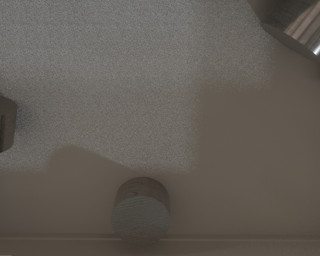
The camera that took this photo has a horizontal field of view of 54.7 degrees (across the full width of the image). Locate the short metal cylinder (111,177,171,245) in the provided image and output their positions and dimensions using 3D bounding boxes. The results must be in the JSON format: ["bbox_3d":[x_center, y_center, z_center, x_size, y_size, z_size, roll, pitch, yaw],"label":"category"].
[{"bbox_3d":[-0.026,0.117,0.441,0.081,0.050,0.079,0,110,0],"label":"short metal cylinder"}]

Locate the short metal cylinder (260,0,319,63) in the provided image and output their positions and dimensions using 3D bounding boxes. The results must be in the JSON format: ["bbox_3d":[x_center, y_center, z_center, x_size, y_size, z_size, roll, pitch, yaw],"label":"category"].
[{"bbox_3d":[0.159,-0.115,0.341,0.080,0.080,0.050,31,107,-11],"label":"short metal cylinder"}]

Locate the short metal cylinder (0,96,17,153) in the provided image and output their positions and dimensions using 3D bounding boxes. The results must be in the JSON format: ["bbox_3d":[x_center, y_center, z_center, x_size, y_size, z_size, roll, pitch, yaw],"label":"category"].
[{"bbox_3d":[-0.220,-0.007,0.377,0.080,0.080,0.050,13,110,-5],"label":"short metal cylinder"}]
